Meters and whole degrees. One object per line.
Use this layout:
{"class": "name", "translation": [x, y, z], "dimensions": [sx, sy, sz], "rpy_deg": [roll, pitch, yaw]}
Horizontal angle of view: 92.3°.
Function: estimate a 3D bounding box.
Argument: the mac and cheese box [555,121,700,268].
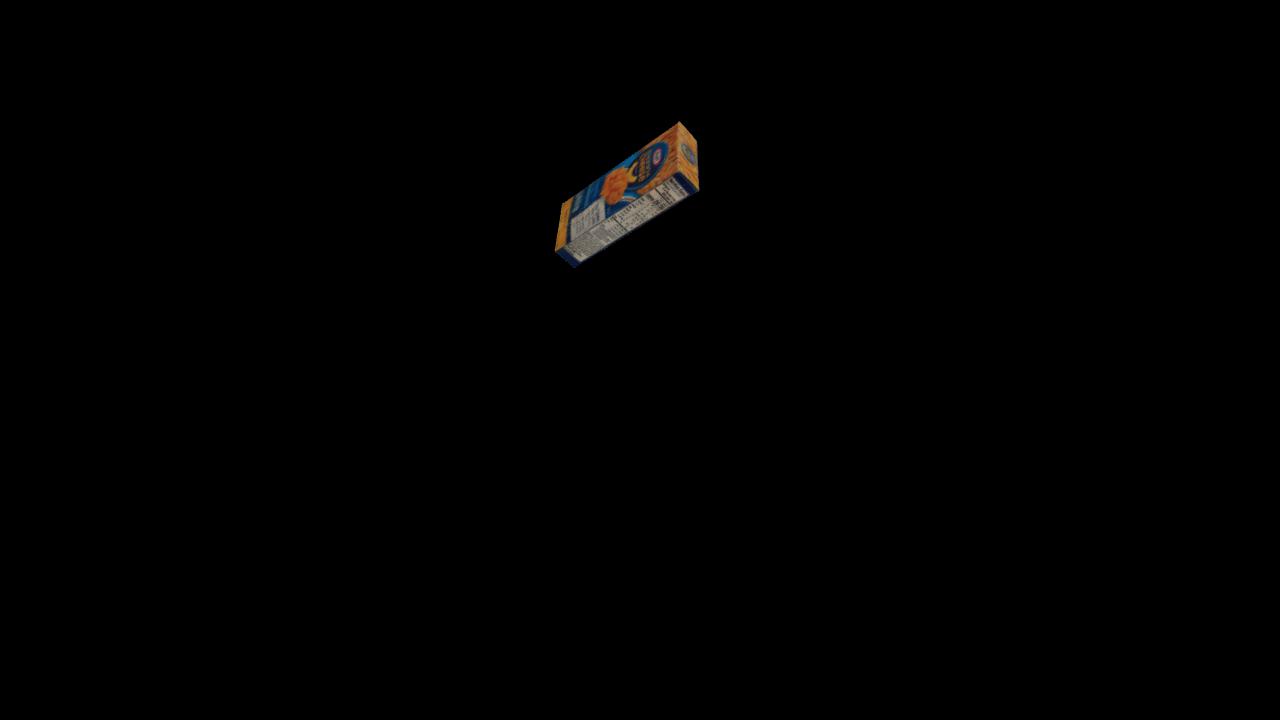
{"class": "mac and cheese box", "translation": [-0.018, -0.186, 0.705], "dimensions": [0.184, 0.093, 0.041], "rpy_deg": [-26, -47, 31]}
